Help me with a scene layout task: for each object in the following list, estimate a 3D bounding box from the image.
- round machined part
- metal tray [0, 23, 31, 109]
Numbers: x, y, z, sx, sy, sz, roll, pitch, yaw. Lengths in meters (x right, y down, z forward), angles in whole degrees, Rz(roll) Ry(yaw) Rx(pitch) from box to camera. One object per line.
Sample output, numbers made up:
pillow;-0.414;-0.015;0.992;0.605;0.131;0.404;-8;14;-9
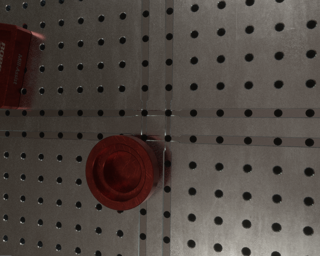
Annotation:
round machined part;-0.047;0.058;0.419;0.098;0.042;0.097;0;90;19
metal tray;-0.265;-0.102;0.500;0.090;0.030;0.129;14;94;19
